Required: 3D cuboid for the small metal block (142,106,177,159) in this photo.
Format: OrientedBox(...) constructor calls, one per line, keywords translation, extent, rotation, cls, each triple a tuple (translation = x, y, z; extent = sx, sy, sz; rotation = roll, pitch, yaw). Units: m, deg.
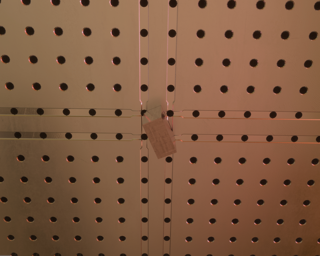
OrientedBox(translation=(0.000, 0.004, 0.401), extent=(0.025, 0.050, 0.050), rotation=(-21, 109, 7), cls="small metal block")
